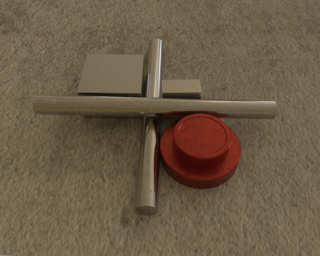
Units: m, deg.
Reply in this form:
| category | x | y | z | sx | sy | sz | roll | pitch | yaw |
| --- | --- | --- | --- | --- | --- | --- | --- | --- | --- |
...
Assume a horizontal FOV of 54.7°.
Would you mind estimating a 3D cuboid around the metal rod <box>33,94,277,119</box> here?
| category | x | y | z | sx | sy | sz | roll | pitch | yaw |
| --- | --- | --- | --- | --- | --- | --- | --- | --- | --- |
| metal rod | -0.002 | -0.026 | 0.394 | 0.302 | 0.025 | 0.025 | 1 | 50 | -5 |

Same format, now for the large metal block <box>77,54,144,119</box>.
| category | x | y | z | sx | sy | sz | roll | pitch | yaw |
| --- | --- | --- | --- | --- | --- | --- | --- | --- | --- |
| large metal block | -0.064 | -0.059 | 0.436 | 0.081 | 0.050 | 0.080 | 1 | 50 | 0 |

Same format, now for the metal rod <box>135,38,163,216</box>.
| category | x | y | z | sx | sy | sz | roll | pitch | yaw |
| --- | --- | --- | --- | --- | --- | --- | --- | --- | --- |
| metal rod | -0.011 | -0.026 | 0.427 | 0.025 | 0.025 | 0.300 | 1 | 50 | 1 |

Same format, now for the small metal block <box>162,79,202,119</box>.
| category | x | y | z | sx | sy | sz | roll | pitch | yaw |
| --- | --- | --- | --- | --- | --- | --- | --- | --- | --- |
| small metal block | 0.028 | -0.039 | 0.422 | 0.050 | 0.050 | 0.025 | -1 | 50 | -1 |

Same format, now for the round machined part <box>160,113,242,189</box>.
| category | x | y | z | sx | sy | sz | roll | pitch | yaw |
| --- | --- | --- | --- | --- | --- | --- | --- | --- | --- |
| round machined part | 0.049 | 0.021 | 0.376 | 0.099 | 0.042 | 0.098 | 0 | 50 | 0 |
